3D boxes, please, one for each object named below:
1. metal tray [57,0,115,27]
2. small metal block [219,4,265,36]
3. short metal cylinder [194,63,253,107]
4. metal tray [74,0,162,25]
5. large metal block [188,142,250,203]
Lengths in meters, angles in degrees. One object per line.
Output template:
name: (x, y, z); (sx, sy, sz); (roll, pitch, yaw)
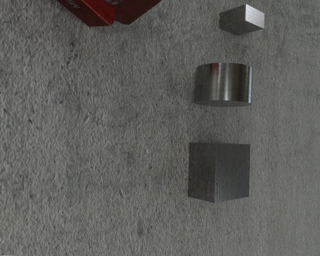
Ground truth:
metal tray: (-0.084, -0.169, 0.297); (0.130, 0.030, 0.090); (28, 71, -62)
small metal block: (0.131, -0.172, 0.498); (0.050, 0.050, 0.025); (3, 88, -40)
short metal cylinder: (0.091, -0.059, 0.445); (0.081, 0.080, 0.050); (5, 87, -40)
metal tray: (-0.069, -0.145, 0.285); (0.131, 0.090, 0.030); (16, 84, -26)
large metal block: (0.089, 0.063, 0.463); (0.081, 0.050, 0.080); (3, 88, -40)
